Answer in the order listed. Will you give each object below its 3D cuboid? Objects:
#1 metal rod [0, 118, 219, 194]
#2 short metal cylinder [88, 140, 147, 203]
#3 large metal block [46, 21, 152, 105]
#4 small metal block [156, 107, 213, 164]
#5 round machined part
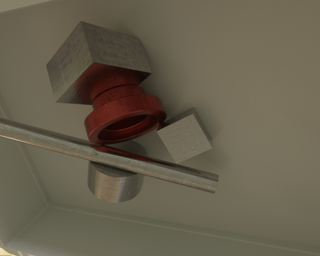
[{"bbox_3d":[-0.074,0.034,0.403,0.302,0.025,0.025,14,126,3],"label":"metal rod"},{"bbox_3d":[-0.061,0.058,0.439,0.080,0.080,0.050,23,127,14],"label":"short metal cylinder"},{"bbox_3d":[-0.071,-0.068,0.358,0.080,0.081,0.050,-34,67,38],"label":"large metal block"},{"bbox_3d":[0.032,0.010,0.388,0.050,0.025,0.050,-26,105,18],"label":"small metal block"},{"bbox_3d":[-0.045,-0.018,0.383,0.098,0.099,0.042,-34,69,38],"label":"round machined part"}]
